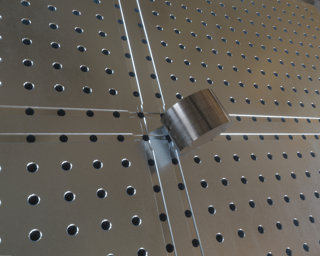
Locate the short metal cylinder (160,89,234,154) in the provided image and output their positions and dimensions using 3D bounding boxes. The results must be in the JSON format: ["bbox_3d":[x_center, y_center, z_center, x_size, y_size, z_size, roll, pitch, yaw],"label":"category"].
[{"bbox_3d":[0.048,-0.008,0.405,0.081,0.080,0.050,-20,73,-36],"label":"short metal cylinder"}]
